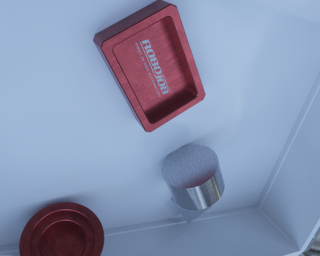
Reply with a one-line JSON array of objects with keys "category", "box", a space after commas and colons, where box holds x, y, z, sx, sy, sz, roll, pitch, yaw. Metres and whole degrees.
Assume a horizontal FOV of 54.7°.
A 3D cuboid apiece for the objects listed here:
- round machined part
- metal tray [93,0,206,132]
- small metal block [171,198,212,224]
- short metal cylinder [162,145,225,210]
[{"category": "round machined part", "box": [-0.123, 0.148, 0.393, 0.099, 0.098, 0.042, -9, 146, -24]}, {"category": "metal tray", "box": [-0.006, -0.067, 0.361, 0.090, 0.030, 0.130, -32, 129, -8]}, {"category": "small metal block", "box": [0.053, 0.125, 0.517, 0.050, 0.025, 0.050, -35, 129, -6]}, {"category": "short metal cylinder", "box": [0.048, 0.070, 0.445, 0.080, 0.080, 0.050, -29, 129, -10]}]
